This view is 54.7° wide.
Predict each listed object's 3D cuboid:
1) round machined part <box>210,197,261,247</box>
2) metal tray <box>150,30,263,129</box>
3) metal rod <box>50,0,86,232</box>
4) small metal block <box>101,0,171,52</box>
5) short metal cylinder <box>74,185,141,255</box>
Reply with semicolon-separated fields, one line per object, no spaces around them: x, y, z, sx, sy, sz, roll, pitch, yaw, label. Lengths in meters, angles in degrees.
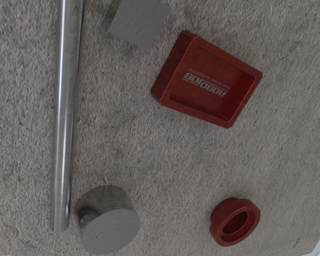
0.133;0.168;0.573;0.099;0.042;0.097;-14;124;-21;round machined part
0.063;-0.057;0.402;0.131;0.030;0.090;17;109;-35;metal tray
-0.107;-0.001;0.347;0.025;0.025;0.298;-3;120;-27;metal rod
-0.025;-0.115;0.322;0.050;0.025;0.050;19;108;-36;small metal block
-0.074;0.126;0.429;0.081;0.050;0.079;-14;124;-21;short metal cylinder
